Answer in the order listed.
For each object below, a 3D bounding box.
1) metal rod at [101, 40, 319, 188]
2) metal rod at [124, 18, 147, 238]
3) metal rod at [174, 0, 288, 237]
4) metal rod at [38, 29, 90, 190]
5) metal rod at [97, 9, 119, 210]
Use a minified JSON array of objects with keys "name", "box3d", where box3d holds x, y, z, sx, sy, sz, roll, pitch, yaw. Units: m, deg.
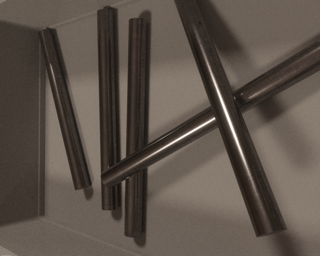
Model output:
[{"name":"metal rod","box3d":[0.040,0.000,0.354,0.299,0.025,0.025,-32,70,29]},{"name":"metal rod","box3d":[-0.034,0.000,0.432,0.025,0.025,0.298,2,91,39]},{"name":"metal rod","box3d":[0.058,-0.045,0.317,0.025,0.025,0.299,-34,57,34]},{"name":"metal rod","box3d":[-0.171,-0.040,0.544,0.025,0.025,0.299,-28,73,36]},{"name":"metal rod","box3d":[-0.079,-0.028,0.469,0.025,0.025,0.298,-3,88,39]}]
